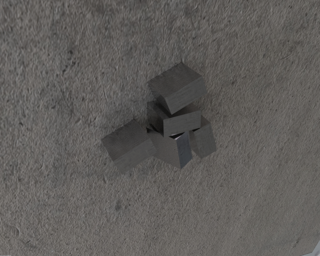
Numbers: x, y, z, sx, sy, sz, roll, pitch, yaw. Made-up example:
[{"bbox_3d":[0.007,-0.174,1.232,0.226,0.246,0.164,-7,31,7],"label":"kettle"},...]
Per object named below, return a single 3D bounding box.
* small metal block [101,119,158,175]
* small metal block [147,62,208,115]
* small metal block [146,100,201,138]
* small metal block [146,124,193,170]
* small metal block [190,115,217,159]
[{"bbox_3d":[-0.039,0.022,0.383,0.050,0.050,0.025,-32,129,-7],"label":"small metal block"},{"bbox_3d":[0.020,-0.049,0.371,0.050,0.050,0.025,-31,129,-8],"label":"small metal block"},{"bbox_3d":[0.017,-0.017,0.389,0.050,0.050,0.025,-15,124,-20],"label":"small metal block"},{"bbox_3d":[0.013,0.020,0.406,0.025,0.050,0.050,-39,135,-33],"label":"small metal block"},{"bbox_3d":[0.049,0.006,0.421,0.025,0.050,0.050,-28,128,-11],"label":"small metal block"}]
